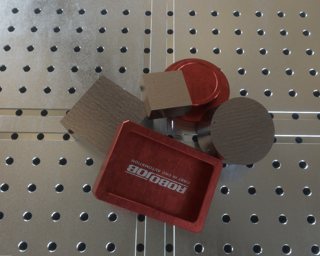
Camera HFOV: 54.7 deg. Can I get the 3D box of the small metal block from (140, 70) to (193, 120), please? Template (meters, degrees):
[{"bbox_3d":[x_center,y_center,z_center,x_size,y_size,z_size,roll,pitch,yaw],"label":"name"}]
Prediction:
[{"bbox_3d":[0.006,-0.041,0.377,0.050,0.025,0.050,-9,67,-15],"label":"small metal block"}]

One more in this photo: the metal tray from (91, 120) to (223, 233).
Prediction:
[{"bbox_3d":[0.000,0.057,0.358,0.131,0.030,0.090,24,77,-15],"label":"metal tray"}]

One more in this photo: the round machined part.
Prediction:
[{"bbox_3d":[0.046,-0.054,0.422,0.099,0.042,0.098,0,70,0],"label":"round machined part"}]

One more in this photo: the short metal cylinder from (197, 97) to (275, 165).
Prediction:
[{"bbox_3d":[0.092,0.006,0.385,0.081,0.050,0.080,1,84,-11],"label":"short metal cylinder"}]

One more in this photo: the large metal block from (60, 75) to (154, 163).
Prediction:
[{"bbox_3d":[-0.065,-0.008,0.401,0.080,0.050,0.080,34,73,11],"label":"large metal block"}]
